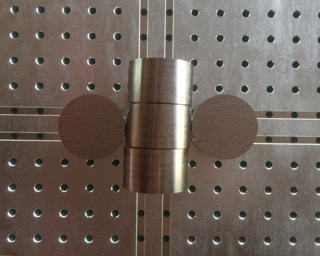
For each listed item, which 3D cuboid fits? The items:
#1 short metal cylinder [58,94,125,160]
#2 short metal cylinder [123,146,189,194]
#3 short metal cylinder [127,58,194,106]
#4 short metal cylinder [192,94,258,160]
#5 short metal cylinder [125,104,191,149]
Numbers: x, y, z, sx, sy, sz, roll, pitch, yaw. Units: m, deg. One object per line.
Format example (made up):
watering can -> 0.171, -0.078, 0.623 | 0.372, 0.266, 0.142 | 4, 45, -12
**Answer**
short metal cylinder -> -0.083, -0.001, 0.399 | 0.081, 0.050, 0.079 | 0, 90, -1
short metal cylinder -> -0.005, 0.049, 0.385 | 0.081, 0.080, 0.050 | 1, 90, -1
short metal cylinder -> 0.001, -0.054, 0.385 | 0.081, 0.080, 0.050 | 3, 90, -1
short metal cylinder -> 0.079, -0.001, 0.401 | 0.081, 0.050, 0.079 | 0, 90, -1
short metal cylinder -> -0.002, -0.002, 0.385 | 0.081, 0.080, 0.050 | 2, 90, -1
